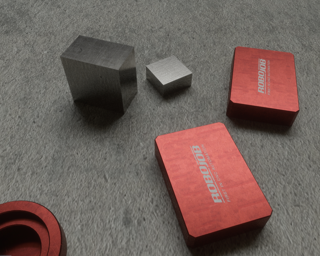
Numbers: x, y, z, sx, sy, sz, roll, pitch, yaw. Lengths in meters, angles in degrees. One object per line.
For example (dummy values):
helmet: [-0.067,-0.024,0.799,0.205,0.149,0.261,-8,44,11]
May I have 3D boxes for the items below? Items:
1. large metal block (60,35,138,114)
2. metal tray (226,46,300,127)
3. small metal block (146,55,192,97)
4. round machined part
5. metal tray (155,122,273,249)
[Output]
large metal block: [-0.080,-0.073,0.428,0.080,0.080,0.050,15,52,12]
metal tray: [0.150,-0.066,0.456,0.090,0.030,0.130,10,51,8]
small metal block: [0.013,-0.079,0.470,0.050,0.025,0.050,-25,55,-20]
round machined part: [-0.137,0.122,0.289,0.099,0.042,0.098,0,50,0]
metal tray: [0.054,0.058,0.352,0.091,0.030,0.130,-12,51,-11]
